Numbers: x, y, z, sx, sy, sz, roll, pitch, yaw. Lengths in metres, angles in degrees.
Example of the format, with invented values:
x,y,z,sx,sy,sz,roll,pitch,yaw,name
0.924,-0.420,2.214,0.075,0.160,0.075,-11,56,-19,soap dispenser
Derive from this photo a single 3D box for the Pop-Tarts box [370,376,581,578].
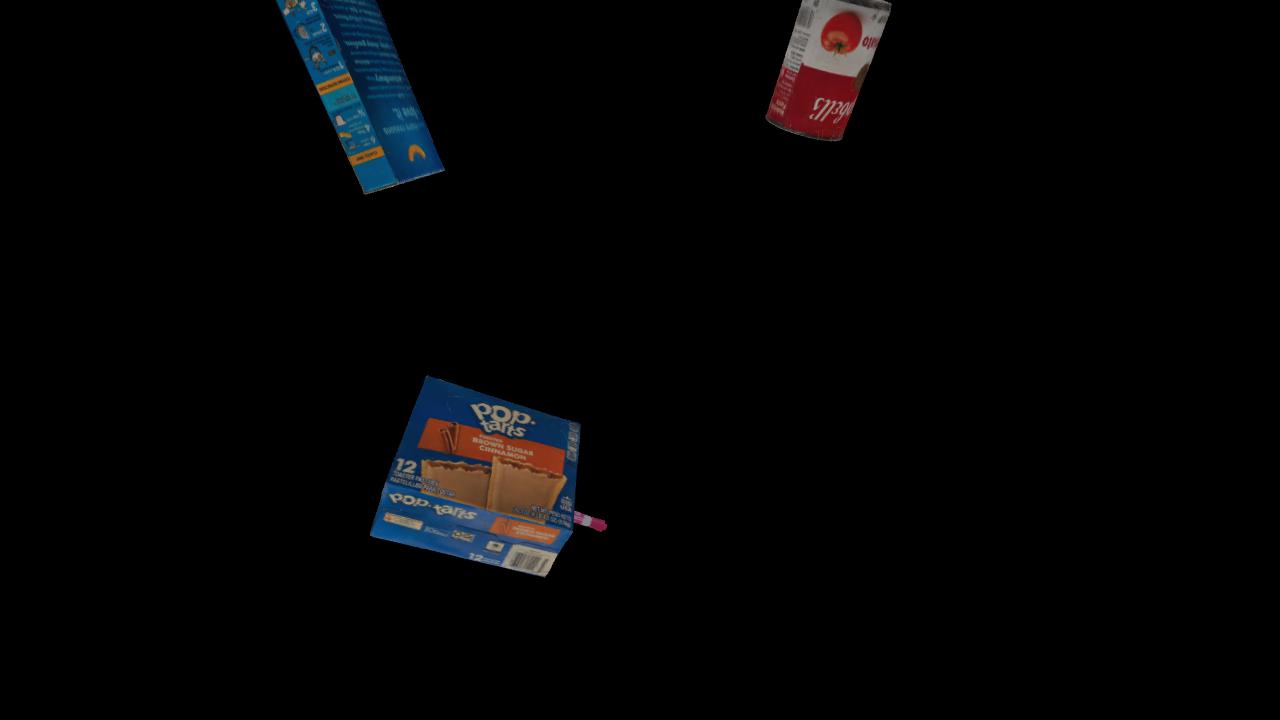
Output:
x,y,z,sx,sy,sz,roll,pitch,yaw,name
-0.150,0.111,0.596,0.167,0.083,0.141,20,35,-16,Pop-Tarts box

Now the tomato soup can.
x,y,z,sx,sy,sz,roll,pitch,yaw,name
0.147,-0.236,0.488,0.068,0.101,0.068,9,34,-7,tomato soup can

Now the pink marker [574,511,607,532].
x,y,z,sx,sy,sz,roll,pitch,yaw,name
-0.108,0.245,0.969,0.121,0.020,0.020,23,-6,-14,pink marker

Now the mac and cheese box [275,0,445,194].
x,y,z,sx,sy,sz,roll,pitch,yaw,name
-0.232,-0.239,0.510,0.041,0.184,0.093,-13,21,13,mac and cheese box
